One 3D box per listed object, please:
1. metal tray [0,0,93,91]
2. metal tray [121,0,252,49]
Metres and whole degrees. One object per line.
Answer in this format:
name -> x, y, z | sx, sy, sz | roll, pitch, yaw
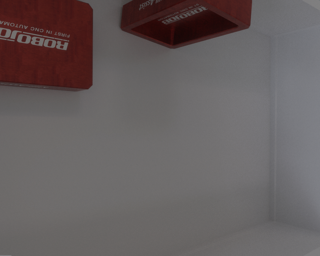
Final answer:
metal tray -> -0.130, -0.085, 0.294 | 0.131, 0.030, 0.089 | 0, 90, -40
metal tray -> 0.027, -0.130, 0.360 | 0.091, 0.130, 0.030 | 9, 85, -40
